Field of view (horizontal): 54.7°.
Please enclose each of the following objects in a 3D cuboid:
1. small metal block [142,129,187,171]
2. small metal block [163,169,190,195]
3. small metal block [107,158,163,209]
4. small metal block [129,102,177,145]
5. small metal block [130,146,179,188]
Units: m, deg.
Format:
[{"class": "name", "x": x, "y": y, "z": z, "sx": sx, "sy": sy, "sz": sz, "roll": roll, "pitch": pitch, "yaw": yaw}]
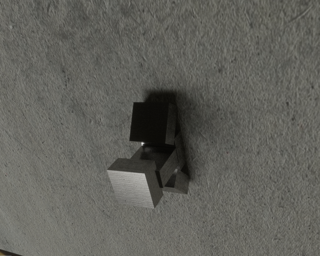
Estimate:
[{"class": "small metal block", "x": 0.005, "y": 0.029, "z": 0.423, "sx": 0.050, "sy": 0.025, "sz": 0.050, "roll": 2, "pitch": 120, "yaw": 26}, {"class": "small metal block", "x": 0.008, "y": 0.073, "z": 0.431, "sx": 0.050, "sy": 0.025, "sz": 0.050, "roll": 2, "pitch": 160, "yaw": 27}, {"class": "small metal block", "x": -0.029, "y": 0.064, "z": 0.365, "sx": 0.050, "sy": 0.025, "sz": 0.050, "roll": 1, "pitch": 119, "yaw": 27}, {"class": "small metal block", "x": -0.008, "y": -0.006, "z": 0.392, "sx": 0.050, "sy": 0.025, "sz": 0.050, "roll": 3, "pitch": 84, "yaw": 27}, {"class": "small metal block", "x": -0.011, "y": 0.048, "z": 0.393, "sx": 0.050, "sy": 0.050, "sz": 0.025, "roll": 3, "pitch": 120, "yaw": 26}]
